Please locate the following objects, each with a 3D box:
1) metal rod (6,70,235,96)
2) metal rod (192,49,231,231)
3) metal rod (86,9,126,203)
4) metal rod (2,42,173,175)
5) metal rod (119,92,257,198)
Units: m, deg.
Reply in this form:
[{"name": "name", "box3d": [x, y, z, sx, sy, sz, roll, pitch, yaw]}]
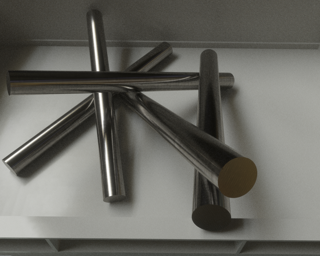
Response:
[{"name": "metal rod", "box3d": [-0.023, -0.058, 0.386, 0.303, 0.025, 0.025, -6, 47, -33]}, {"name": "metal rod", "box3d": [0.052, -0.022, 0.325, 0.025, 0.025, 0.301, 6, 33, 5]}, {"name": "metal rod", "box3d": [-0.077, -0.049, 0.414, 0.025, 0.025, 0.299, -8, 60, -7]}, {"name": "metal rod", "box3d": [-0.083, -0.043, 0.439, 0.025, 0.025, 0.301, 32, 56, 23]}, {"name": "metal rod", "box3d": [-0.001, -0.010, 0.311, 0.025, 0.025, 0.300, -16, 19, -13]}]
